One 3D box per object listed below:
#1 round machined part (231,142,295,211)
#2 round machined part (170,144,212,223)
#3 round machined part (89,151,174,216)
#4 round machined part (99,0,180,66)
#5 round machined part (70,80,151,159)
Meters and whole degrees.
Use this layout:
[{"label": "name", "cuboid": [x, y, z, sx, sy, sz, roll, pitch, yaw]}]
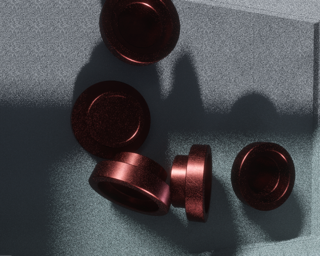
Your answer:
[{"label": "round machined part", "cuboid": [0.146, 0.069, 0.457, 0.099, 0.042, 0.097, 0, 90, -21]}, {"label": "round machined part", "cuboid": [0.041, 0.069, 0.399, 0.042, 0.098, 0.097, 2, 90, 15]}, {"label": "round machined part", "cuboid": [-0.030, 0.063, 0.366, 0.098, 0.098, 0.042, 33, 58, -18]}, {"label": "round machined part", "cuboid": [-0.028, -0.127, 0.392, 0.099, 0.042, 0.097, 0, 90, -21]}, {"label": "round machined part", "cuboid": [-0.058, -0.010, 0.381, 0.099, 0.042, 0.097, 0, 90, -21]}]
